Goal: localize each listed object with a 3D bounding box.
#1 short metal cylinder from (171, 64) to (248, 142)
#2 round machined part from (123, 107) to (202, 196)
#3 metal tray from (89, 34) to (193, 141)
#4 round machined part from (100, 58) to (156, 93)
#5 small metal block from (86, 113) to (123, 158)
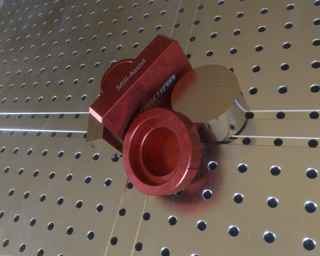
[{"bbox_3d":[0.060,-0.029,0.373,0.080,0.050,0.080,-13,56,21],"label":"short metal cylinder"},{"bbox_3d":[0.006,0.028,0.357,0.098,0.042,0.097,-7,79,38],"label":"round machined part"},{"bbox_3d":[-0.014,-0.041,0.394,0.130,0.090,0.030,-48,51,-6],"label":"metal tray"},{"bbox_3d":[-0.047,-0.063,0.455,0.098,0.042,0.098,-13,56,21],"label":"round machined part"},{"bbox_3d":[-0.073,0.006,0.421,0.025,0.050,0.050,-14,56,20],"label":"small metal block"}]
